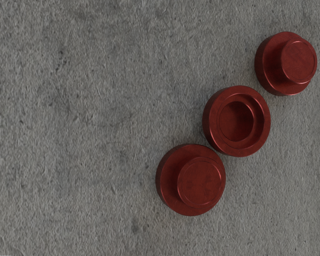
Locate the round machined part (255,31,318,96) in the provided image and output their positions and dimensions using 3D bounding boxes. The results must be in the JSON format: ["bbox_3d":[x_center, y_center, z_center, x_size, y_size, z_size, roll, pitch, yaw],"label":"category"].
[{"bbox_3d":[0.198,-0.099,0.473,0.099,0.042,0.097,0,90,-20],"label":"round machined part"}]

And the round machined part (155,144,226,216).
[{"bbox_3d":[0.047,0.071,0.417,0.099,0.042,0.097,0,90,-20],"label":"round machined part"}]

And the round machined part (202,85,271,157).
[{"bbox_3d":[0.103,-0.009,0.438,0.099,0.042,0.097,0,90,-20],"label":"round machined part"}]
